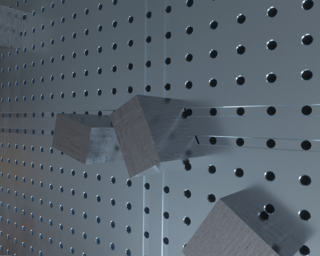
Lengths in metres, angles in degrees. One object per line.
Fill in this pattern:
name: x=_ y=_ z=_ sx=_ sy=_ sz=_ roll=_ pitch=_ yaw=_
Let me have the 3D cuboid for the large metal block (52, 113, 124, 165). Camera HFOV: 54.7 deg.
large metal block: x=-0.095 y=0.013 z=0.450 sx=0.080 sy=0.081 sz=0.050 roll=19 pitch=102 yaw=38

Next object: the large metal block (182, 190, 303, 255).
large metal block: x=0.083 y=0.126 z=0.324 sx=0.080 sy=0.050 sz=0.080 roll=43 pitch=116 yaw=31

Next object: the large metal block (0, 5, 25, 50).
large metal block: x=-0.340 y=-0.215 z=0.669 sx=0.080 sy=0.050 sz=0.079 roll=13 pitch=98 yaw=39

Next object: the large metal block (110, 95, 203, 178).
large metal block: x=-0.004 y=0.010 z=0.375 sx=0.050 sy=0.081 sz=0.080 roll=-32 pitch=71 yaw=35
